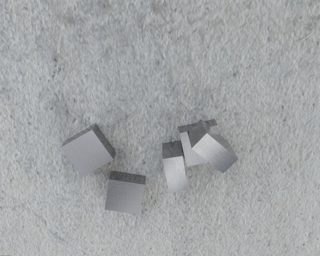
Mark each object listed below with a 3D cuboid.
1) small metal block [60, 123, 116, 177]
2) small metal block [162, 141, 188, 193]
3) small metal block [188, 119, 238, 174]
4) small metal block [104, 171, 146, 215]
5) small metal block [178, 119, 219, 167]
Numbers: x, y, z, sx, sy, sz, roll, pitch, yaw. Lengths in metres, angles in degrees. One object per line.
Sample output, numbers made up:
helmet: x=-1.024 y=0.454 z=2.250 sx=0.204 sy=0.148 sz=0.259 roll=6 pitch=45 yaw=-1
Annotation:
small metal block: x=-0.096 y=0.030 z=0.419 sx=0.050 sy=0.025 sz=0.050 roll=-29 pitch=108 yaw=10
small metal block: x=0.020 y=0.051 z=0.416 sx=0.025 sy=0.050 sz=0.050 roll=-9 pitch=110 yaw=3
small metal block: x=0.063 y=0.021 z=0.379 sx=0.050 sy=0.050 sz=0.025 roll=38 pitch=105 yaw=-13
small metal block: x=-0.049 y=0.092 z=0.443 sx=0.050 sy=0.025 sz=0.050 roll=9 pitch=110 yaw=-4
small metal block: x=0.055 y=0.020 z=0.418 sx=0.050 sy=0.025 sz=0.050 roll=-12 pitch=110 yaw=4
